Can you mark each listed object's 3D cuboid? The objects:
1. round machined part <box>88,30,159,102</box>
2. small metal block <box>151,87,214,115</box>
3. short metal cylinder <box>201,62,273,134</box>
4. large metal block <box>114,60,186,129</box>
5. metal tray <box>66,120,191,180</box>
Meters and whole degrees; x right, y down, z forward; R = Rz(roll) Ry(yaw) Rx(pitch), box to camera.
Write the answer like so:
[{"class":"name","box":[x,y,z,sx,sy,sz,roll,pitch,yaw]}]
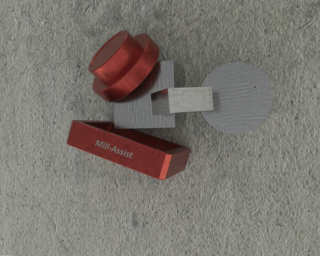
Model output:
[{"class":"round machined part","box":[-0.051,-0.083,0.389,0.098,0.098,0.042,-38,122,16]},{"class":"small metal block","box":[0.023,-0.029,0.340,0.050,0.050,0.025,-5,91,-22]},{"class":"short metal cylinder","box":[0.091,-0.033,0.366,0.080,0.050,0.080,0,90,20]},{"class":"large metal block","box":[-0.012,-0.040,0.402,0.080,0.050,0.080,-2,90,20]},{"class":"metal tray","box":[-0.036,0.023,0.388,0.130,0.090,0.030,18,96,19]}]
